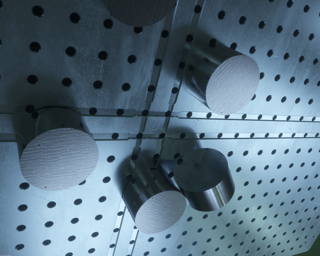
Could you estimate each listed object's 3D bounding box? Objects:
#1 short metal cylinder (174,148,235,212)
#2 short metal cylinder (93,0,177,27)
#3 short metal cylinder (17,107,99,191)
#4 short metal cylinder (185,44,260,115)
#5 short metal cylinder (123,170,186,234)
[{"bbox_3d":[0.066,0.076,0.461,0.080,0.080,0.050,-32,129,-8],"label":"short metal cylinder"},{"bbox_3d":[-0.027,-0.142,0.294,0.081,0.050,0.079,-14,125,-21],"label":"short metal cylinder"},{"bbox_3d":[-0.115,0.023,0.347,0.081,0.050,0.079,-14,125,-21],"label":"short metal cylinder"},{"bbox_3d":[0.081,-0.063,0.402,0.081,0.050,0.079,-14,125,-21],"label":"short metal cylinder"},{"bbox_3d":[-0.008,0.109,0.460,0.081,0.050,0.079,-14,125,-21],"label":"short metal cylinder"}]
